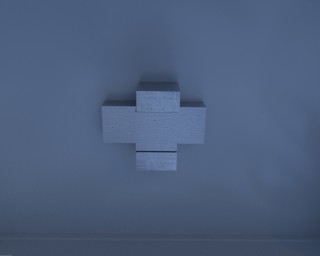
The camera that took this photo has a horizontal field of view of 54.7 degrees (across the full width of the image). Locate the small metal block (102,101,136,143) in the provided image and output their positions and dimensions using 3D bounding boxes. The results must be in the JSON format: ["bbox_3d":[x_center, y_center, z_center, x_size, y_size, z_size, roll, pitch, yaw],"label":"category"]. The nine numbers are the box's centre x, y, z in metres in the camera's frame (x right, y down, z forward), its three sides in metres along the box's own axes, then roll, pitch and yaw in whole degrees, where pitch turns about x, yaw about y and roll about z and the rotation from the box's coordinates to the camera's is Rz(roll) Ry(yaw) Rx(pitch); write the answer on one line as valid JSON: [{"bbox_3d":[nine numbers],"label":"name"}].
[{"bbox_3d":[-0.048,-0.008,0.405,0.050,0.025,0.050,1,110,-1],"label":"small metal block"}]

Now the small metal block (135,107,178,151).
[{"bbox_3d":[-0.004,0.001,0.382,0.050,0.025,0.050,1,110,-1],"label":"small metal block"}]

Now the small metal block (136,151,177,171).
[{"bbox_3d":[-0.005,0.033,0.406,0.050,0.050,0.025,1,110,-1],"label":"small metal block"}]

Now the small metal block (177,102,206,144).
[{"bbox_3d":[0.032,-0.007,0.407,0.050,0.025,0.050,1,110,-1],"label":"small metal block"}]

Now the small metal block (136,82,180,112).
[{"bbox_3d":[-0.002,-0.039,0.381,0.050,0.050,0.025,1,110,-1],"label":"small metal block"}]
